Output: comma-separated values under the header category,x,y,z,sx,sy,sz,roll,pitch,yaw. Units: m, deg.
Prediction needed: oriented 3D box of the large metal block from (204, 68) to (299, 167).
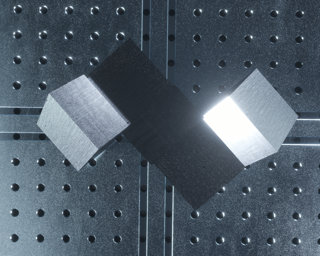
category,x,y,z,sx,sy,sz,roll,pitch,yaw
large metal block,0.112,-0.014,0.380,0.080,0.050,0.080,49,50,-1

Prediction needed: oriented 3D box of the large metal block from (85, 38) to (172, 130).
category,x,y,z,sx,sy,sz,roll,pitch,yaw
large metal block,-0.039,-0.054,0.400,0.080,0.050,0.080,-42,91,1

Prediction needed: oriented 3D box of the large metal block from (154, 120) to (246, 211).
category,x,y,z,sx,sy,sz,roll,pitch,yaw
large metal block,0.047,0.045,0.401,0.080,0.050,0.080,-41,89,0

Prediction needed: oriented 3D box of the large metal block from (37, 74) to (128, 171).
category,x,y,z,sx,sy,sz,roll,pitch,yaw
large metal block,-0.096,-0.004,0.378,0.080,0.080,0.050,49,51,0

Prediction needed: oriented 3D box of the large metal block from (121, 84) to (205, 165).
category,x,y,z,sx,sy,sz,roll,pitch,yaw
large metal block,0.003,-0.004,0.385,0.080,0.080,0.050,-42,91,0
